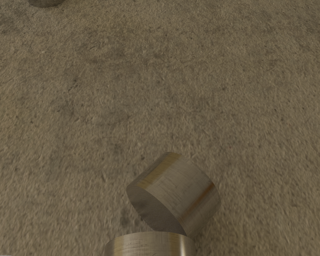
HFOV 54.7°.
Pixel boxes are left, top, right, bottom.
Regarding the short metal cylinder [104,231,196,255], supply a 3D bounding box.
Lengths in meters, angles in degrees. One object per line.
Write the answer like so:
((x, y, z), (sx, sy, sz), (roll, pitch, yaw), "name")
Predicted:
((-0.008, 0.127, 0.261), (0.081, 0.080, 0.050), (-2, 50, -2), "short metal cylinder")

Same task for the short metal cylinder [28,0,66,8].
((-0.234, -0.287, 0.625), (0.081, 0.050, 0.080), (0, 50, 0), "short metal cylinder")

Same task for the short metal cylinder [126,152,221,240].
((0.013, 0.071, 0.308), (0.080, 0.080, 0.050), (35, 58, 25), "short metal cylinder")
